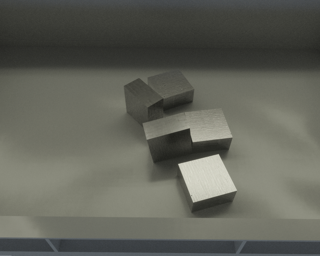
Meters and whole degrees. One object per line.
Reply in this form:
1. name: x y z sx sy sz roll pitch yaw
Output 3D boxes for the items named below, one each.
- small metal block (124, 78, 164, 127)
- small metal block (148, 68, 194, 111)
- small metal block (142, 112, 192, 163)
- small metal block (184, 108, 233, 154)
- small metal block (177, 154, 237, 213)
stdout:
1. small metal block: -0.021 -0.030 0.414 0.025 0.050 0.050 -33 58 -24
2. small metal block: 0.015 -0.056 0.453 0.050 0.025 0.050 -19 53 -16
3. small metal block: 0.010 0.012 0.374 0.050 0.050 0.025 -15 51 -2
4. small metal block: 0.061 0.003 0.403 0.050 0.025 0.050 -6 50 -6
5. small metal block: 0.052 0.062 0.353 0.050 0.025 0.050 -12 51 -11
